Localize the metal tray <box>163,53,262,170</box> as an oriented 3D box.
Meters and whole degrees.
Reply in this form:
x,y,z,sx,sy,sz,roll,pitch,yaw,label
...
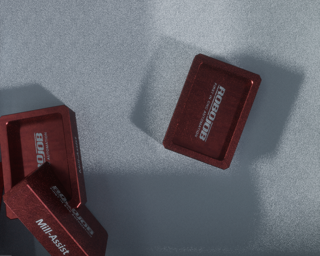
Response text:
x,y,z,sx,sy,sz,roll,pitch,yaw,label
0.067,-0.021,0.409,0.090,0.030,0.129,20,90,0,metal tray

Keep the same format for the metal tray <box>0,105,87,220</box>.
x,y,z,sx,sy,sz,roll,pitch,yaw,label
-0.149,0.042,0.395,0.091,0.030,0.129,-10,80,-1,metal tray

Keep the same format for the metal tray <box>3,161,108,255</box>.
x,y,z,sx,sy,sz,roll,pitch,yaw,label
-0.116,0.108,0.368,0.030,0.090,0.130,-36,99,0,metal tray

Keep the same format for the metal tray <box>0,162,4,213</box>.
x,y,z,sx,sy,sz,roll,pitch,yaw,label
-0.244,0.103,0.369,0.091,0.030,0.129,11,74,-36,metal tray
